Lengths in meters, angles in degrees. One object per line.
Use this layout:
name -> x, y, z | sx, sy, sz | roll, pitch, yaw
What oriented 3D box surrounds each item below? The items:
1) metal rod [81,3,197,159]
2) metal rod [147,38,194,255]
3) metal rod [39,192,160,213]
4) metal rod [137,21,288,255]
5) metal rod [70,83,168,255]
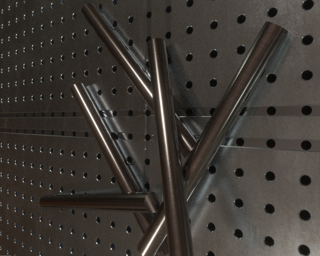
metal rod -> -0.037, -0.081, 0.437 | 0.025, 0.025, 0.299 | -50, 61, 28
metal rod -> 0.010, 0.025, 0.354 | 0.025, 0.025, 0.299 | -25, 61, 37
metal rod -> -0.112, 0.114, 0.477 | 0.299, 0.025, 0.025 | -14, 81, 45
metal rod -> 0.050, 0.026, 0.350 | 0.025, 0.025, 0.298 | 38, 108, 33
metal rod -> -0.066, 0.049, 0.460 | 0.025, 0.025, 0.299 | -46, 63, 30
